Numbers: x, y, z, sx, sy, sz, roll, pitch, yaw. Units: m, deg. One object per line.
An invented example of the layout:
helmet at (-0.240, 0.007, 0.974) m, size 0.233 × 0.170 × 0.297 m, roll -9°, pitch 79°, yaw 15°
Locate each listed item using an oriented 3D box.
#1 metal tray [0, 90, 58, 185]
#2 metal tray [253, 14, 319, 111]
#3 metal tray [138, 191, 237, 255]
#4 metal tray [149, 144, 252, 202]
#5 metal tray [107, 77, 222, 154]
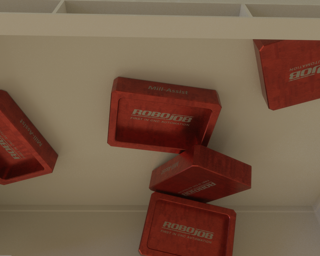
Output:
metal tray at (-0.212, 0.018, 0.418) m, size 0.090 × 0.030 × 0.130 m, roll -15°, pitch 129°, yaw 12°
metal tray at (0.178, -0.077, 0.343) m, size 0.130 × 0.030 × 0.090 m, roll -15°, pitch 129°, yaw 12°
metal tray at (0.041, 0.154, 0.458) m, size 0.131 × 0.090 × 0.030 m, roll 13°, pitch 153°, yaw 0°
metal tray at (0.053, 0.072, 0.438) m, size 0.091 × 0.030 × 0.129 m, roll 23°, pitch 148°, yaw -19°
metal tray at (0.002, -0.011, 0.395) m, size 0.131 × 0.030 × 0.089 m, roll 7°, pitch 130°, yaw -7°
